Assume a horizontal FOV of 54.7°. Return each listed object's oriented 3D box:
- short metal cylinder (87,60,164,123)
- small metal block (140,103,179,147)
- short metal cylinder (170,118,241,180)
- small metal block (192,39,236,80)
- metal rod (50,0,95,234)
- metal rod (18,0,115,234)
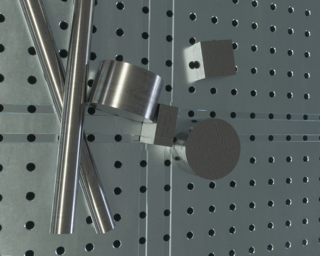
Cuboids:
[{"bbox_3d":[-0.040,-0.042,0.368,0.081,0.080,0.050,18,84,-19],"label":"short metal cylinder"},{"bbox_3d":[-0.002,-0.003,0.398,0.025,0.050,0.050,10,87,-23],"label":"small metal block"},{"bbox_3d":[0.061,0.027,0.422,0.081,0.050,0.079,0,90,-20],"label":"short metal cylinder"},{"bbox_3d":[0.077,-0.097,0.441,0.050,0.025,0.050,-10,93,-20],"label":"small metal block"},{"bbox_3d":[-0.096,-0.037,0.352,0.025,0.025,0.299,6,79,-20],"label":"metal rod"},{"bbox_3d":[-0.110,-0.016,0.371,0.025,0.025,0.298,-19,96,-19],"label":"metal rod"}]
